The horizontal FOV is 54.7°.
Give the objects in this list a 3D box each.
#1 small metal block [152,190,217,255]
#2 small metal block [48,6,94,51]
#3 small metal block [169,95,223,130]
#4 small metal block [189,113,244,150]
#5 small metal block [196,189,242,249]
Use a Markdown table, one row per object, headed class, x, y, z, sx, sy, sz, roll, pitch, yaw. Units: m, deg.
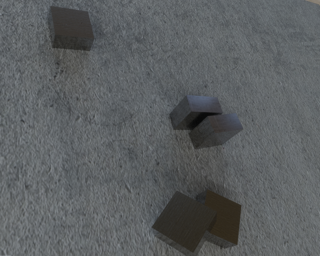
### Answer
| class | x | y | z | sx | sy | sz | roll | pitch | yaw |
| --- | --- | --- | --- | --- | --- | --- | --- | --- | --- |
| small metal block | 0.027 | 0.104 | 0.335 | 0.050 | 0.025 | 0.050 | 24 | 57 | 25 |
| small metal block | -0.121 | -0.134 | 0.420 | 0.050 | 0.025 | 0.050 | -3 | 63 | -29 |
| small metal block | 0.049 | -0.020 | 0.426 | 0.050 | 0.050 | 0.025 | 1 | 62 | -28 |
| small metal block | 0.076 | 0.005 | 0.426 | 0.050 | 0.050 | 0.025 | -7 | 65 | -31 |
| small metal block | 0.068 | 0.110 | 0.373 | 0.050 | 0.025 | 0.050 | 27 | 52 | -12 |
